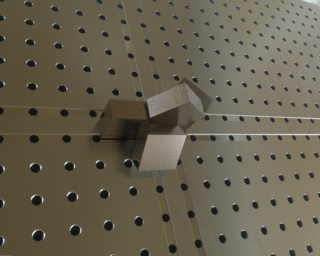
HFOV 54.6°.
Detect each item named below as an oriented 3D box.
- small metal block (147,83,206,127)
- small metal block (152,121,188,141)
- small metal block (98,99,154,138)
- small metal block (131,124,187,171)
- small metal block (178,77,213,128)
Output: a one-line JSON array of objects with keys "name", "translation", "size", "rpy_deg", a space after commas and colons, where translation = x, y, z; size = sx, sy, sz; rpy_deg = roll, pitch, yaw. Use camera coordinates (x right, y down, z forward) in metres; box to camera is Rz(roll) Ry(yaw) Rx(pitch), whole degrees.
[{"name": "small metal block", "translation": [0.020, -0.024, 0.372], "size": [0.050, 0.050, 0.025], "rpy_deg": [34, 39, -56]}, {"name": "small metal block", "translation": [0.004, -0.003, 0.411], "size": [0.050, 0.025, 0.050], "rpy_deg": [2, 61, -28]}, {"name": "small metal block", "translation": [-0.042, -0.010, 0.374], "size": [0.050, 0.050, 0.025], "rpy_deg": [1, 62, -27]}, {"name": "small metal block", "translation": [-0.002, 0.023, 0.373], "size": [0.050, 0.050, 0.025], "rpy_deg": [1, 30, -27]}, {"name": "small metal block", "translation": [0.037, -0.034, 0.432], "size": [0.050, 0.050, 0.025], "rpy_deg": [37, 50, -4]}]
